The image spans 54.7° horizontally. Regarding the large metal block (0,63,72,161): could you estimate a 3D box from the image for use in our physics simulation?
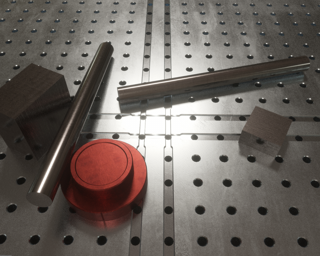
[{"bbox_3d":[-0.156,-0.020,0.386,0.050,0.080,0.080,22,53,17],"label":"large metal block"}]

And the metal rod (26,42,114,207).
[{"bbox_3d":[-0.103,-0.032,0.407,0.025,0.025,0.300,4,42,3],"label":"metal rod"}]

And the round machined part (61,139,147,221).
[{"bbox_3d":[-0.064,0.051,0.353,0.099,0.042,0.098,0,50,0],"label":"round machined part"}]

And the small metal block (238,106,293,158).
[{"bbox_3d":[0.138,0.004,0.406,0.050,0.025,0.050,25,54,19],"label":"small metal block"}]

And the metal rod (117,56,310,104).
[{"bbox_3d":[0.087,-0.075,0.471,0.302,0.025,0.025,-11,51,-10],"label":"metal rod"}]
